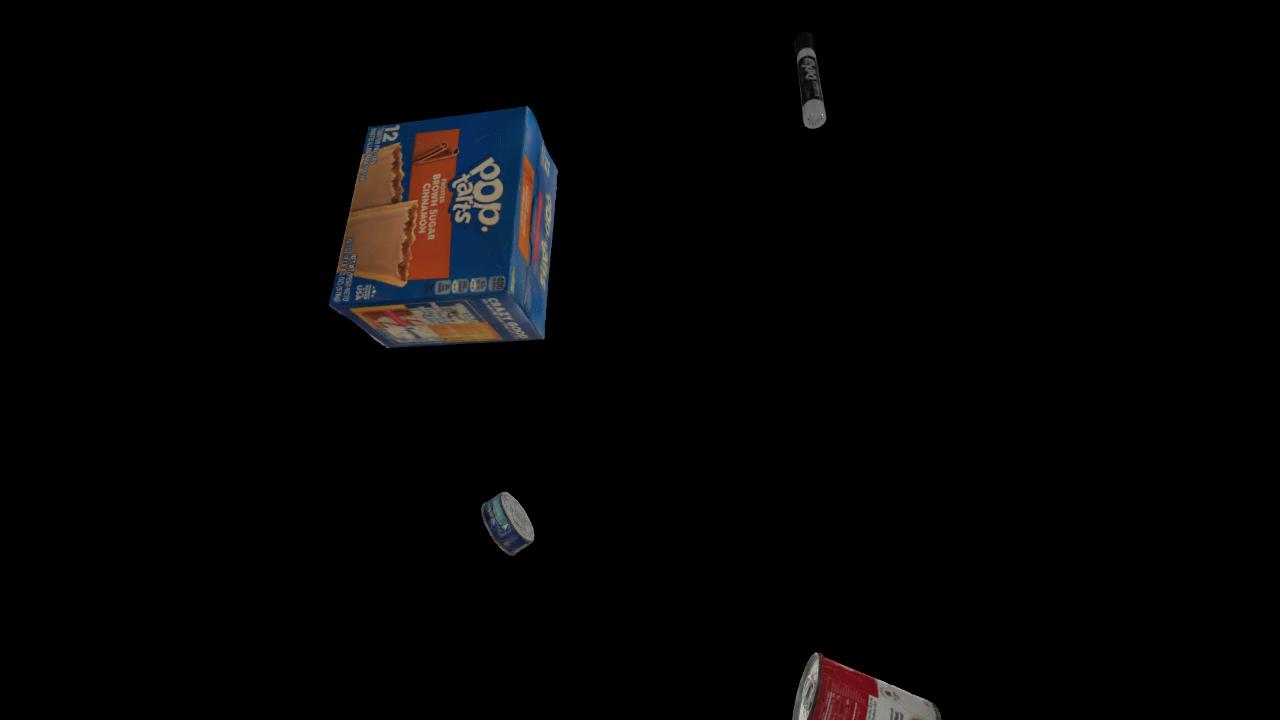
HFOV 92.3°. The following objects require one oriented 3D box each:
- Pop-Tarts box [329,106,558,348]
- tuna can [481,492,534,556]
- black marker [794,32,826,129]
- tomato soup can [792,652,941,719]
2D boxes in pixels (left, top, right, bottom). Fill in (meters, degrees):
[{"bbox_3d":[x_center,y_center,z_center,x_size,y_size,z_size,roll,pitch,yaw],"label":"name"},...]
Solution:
[{"bbox_3d":[-0.149,-0.104,0.495,0.141,0.167,0.083,-3,-21,10],"label":"Pop-Tarts box"},{"bbox_3d":[-0.183,0.227,0.858,0.034,0.084,0.084,-33,0,0],"label":"tuna can"},{"bbox_3d":[0.150,-0.252,0.546,0.020,0.121,0.020,3,-32,2],"label":"black marker"},{"bbox_3d":[0.186,0.296,0.508,0.101,0.068,0.068,19,4,11],"label":"tomato soup can"}]
